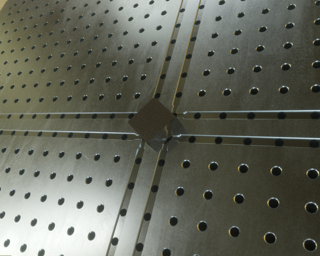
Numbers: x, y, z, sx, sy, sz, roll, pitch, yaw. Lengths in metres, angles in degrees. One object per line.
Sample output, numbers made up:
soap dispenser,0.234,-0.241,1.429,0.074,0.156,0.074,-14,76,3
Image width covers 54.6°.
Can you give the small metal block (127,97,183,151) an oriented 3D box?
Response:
small metal block,-0.007,-0.006,0.417,0.050,0.025,0.050,-44,51,-2
